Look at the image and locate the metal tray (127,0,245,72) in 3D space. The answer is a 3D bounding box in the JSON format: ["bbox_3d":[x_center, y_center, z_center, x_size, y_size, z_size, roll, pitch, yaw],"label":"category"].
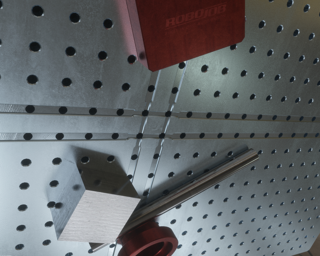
[{"bbox_3d":[0.034,-0.127,0.349,0.131,0.030,0.089,-22,127,-16],"label":"metal tray"}]

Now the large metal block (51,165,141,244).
[{"bbox_3d":[-0.086,0.104,0.414,0.080,0.050,0.080,20,108,-36],"label":"large metal block"}]

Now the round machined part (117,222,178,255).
[{"bbox_3d":[-0.023,0.190,0.500,0.099,0.042,0.097,-19,136,-19],"label":"round machined part"}]

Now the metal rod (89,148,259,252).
[{"bbox_3d":[0.029,0.110,0.497,0.302,0.025,0.025,-26,128,-13],"label":"metal rod"}]
